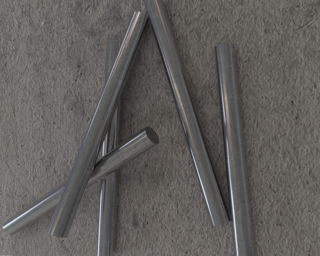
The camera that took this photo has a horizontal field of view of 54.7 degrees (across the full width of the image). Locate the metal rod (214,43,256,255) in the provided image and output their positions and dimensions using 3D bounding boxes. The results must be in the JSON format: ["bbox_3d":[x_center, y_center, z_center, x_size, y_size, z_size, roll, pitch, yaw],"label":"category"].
[{"bbox_3d":[0.093,0.048,0.376,0.025,0.025,0.298,-6,88,20],"label":"metal rod"}]

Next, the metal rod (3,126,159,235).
[{"bbox_3d":[-0.123,0.084,0.432,0.299,0.025,0.025,-33,79,24],"label":"metal rod"}]

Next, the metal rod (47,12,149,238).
[{"bbox_3d":[-0.075,-0.011,0.398,0.025,0.025,0.299,17,82,19],"label":"metal rod"}]

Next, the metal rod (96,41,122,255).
[{"bbox_3d":[-0.069,0.031,0.433,0.025,0.025,0.298,3,91,20],"label":"metal rod"}]

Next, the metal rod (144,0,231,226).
[{"bbox_3d":[0.033,-0.026,0.397,0.025,0.025,0.299,-18,84,19],"label":"metal rod"}]
